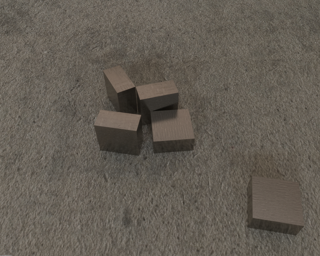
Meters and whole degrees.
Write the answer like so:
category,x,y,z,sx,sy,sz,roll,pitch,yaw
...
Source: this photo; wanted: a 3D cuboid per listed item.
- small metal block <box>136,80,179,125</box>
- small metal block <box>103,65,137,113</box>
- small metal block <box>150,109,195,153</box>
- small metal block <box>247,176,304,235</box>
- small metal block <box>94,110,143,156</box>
category,x,y,z,sx,sy,sz,roll,pitch,yaw
small metal block,-0.004,-0.033,0.415,0.050,0.050,0.025,-12,51,-10
small metal block,-0.055,-0.050,0.428,0.025,0.050,0.050,-22,54,-17
small metal block,0.015,0.004,0.400,0.050,0.025,0.050,-4,50,-4
small metal block,0.123,0.083,0.334,0.050,0.025,0.050,8,50,6
small metal block,-0.049,0.007,0.381,0.050,0.050,0.025,8,51,6
